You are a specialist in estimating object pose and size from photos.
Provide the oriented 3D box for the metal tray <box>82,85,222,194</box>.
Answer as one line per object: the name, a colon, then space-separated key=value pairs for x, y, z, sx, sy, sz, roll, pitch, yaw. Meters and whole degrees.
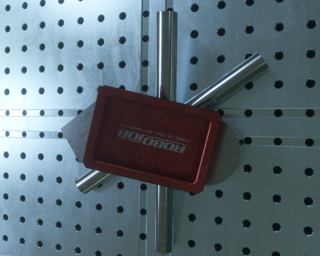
metal tray: x=-0.008 y=0.012 z=0.337 sx=0.131 sy=0.030 sz=0.089 roll=13 pitch=95 yaw=0

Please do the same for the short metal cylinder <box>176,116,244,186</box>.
short metal cylinder: x=0.059 y=0.026 z=0.377 sx=0.080 sy=0.050 sz=0.079 roll=0 pitch=90 yaw=19

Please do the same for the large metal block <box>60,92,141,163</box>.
large metal block: x=-0.065 y=-0.001 z=0.404 sx=0.080 sy=0.080 sz=0.050 roll=-35 pitch=79 yaw=16

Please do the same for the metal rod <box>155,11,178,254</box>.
metal rod: x=0.007 y=0.013 z=0.385 sx=0.025 sy=0.025 sz=0.298 roll=4 pitch=101 yaw=19

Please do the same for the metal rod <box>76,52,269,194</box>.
metal rod: x=0.005 y=0.002 z=0.410 sx=0.300 sy=0.025 sz=0.025 roll=-35 pitch=79 yaw=16
